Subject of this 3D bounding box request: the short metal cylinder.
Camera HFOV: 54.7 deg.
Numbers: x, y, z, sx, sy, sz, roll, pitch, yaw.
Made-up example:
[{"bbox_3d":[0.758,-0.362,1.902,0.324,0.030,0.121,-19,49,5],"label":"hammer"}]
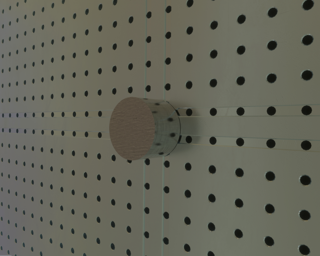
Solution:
[{"bbox_3d":[-0.021,0.001,0.407,0.080,0.050,0.079,0,90,39],"label":"short metal cylinder"}]
